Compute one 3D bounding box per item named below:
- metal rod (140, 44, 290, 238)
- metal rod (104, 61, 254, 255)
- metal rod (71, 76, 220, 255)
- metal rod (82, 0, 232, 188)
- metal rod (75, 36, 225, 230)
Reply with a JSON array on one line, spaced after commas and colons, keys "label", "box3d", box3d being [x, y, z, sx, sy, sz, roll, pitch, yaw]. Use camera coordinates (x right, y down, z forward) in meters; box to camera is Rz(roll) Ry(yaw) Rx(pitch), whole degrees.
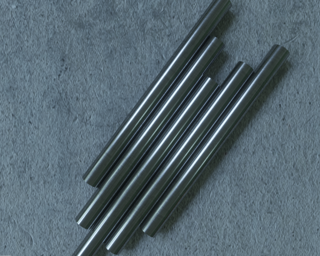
[{"label": "metal rod", "box3d": [0.073, 0.017, 0.412, 0.025, 0.025, 0.299, 36, 90, -1]}, {"label": "metal rod", "box3d": [0.026, 0.039, 0.411, 0.025, 0.025, 0.299, 36, 90, -1]}, {"label": "metal rod", "box3d": [-0.020, 0.059, 0.411, 0.025, 0.025, 0.299, 36, 90, -1]}, {"label": "metal rod", "box3d": [-0.004, -0.049, 0.411, 0.025, 0.025, 0.299, 36, 90, -1]}, {"label": "metal rod", "box3d": [-0.013, 0.006, 0.411, 0.025, 0.025, 0.299, 36, 90, -1]}]
